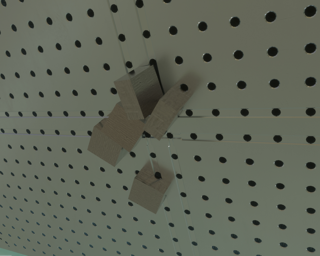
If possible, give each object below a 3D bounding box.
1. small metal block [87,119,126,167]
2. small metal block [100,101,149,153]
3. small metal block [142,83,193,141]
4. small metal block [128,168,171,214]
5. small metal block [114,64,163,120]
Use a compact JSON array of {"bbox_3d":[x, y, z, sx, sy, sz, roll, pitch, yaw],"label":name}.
[{"bbox_3d":[-0.076,0.022,0.463,0.050,0.025,0.050,31,129,7],"label":"small metal block"},{"bbox_3d":[-0.045,-0.003,0.425,0.050,0.025,0.050,36,117,3],"label":"small metal block"},{"bbox_3d":[0.010,-0.020,0.376,0.025,0.050,0.050,35,129,4],"label":"small metal block"},{"bbox_3d":[-0.017,0.098,0.479,0.050,0.025,0.050,26,128,11],"label":"small metal block"},{"bbox_3d":[-0.023,-0.044,0.377,0.025,0.050,0.050,-2,118,35],"label":"small metal block"}]
